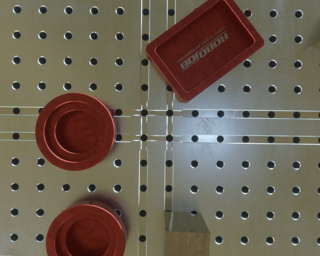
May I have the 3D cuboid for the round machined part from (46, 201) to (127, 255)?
[{"bbox_3d":[-0.092,0.143,0.404,0.099,0.042,0.097,0,90,0],"label":"round machined part"}]

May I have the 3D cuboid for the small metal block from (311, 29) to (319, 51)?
[{"bbox_3d":[0.242,-0.124,0.415,0.050,0.025,0.050,26,90,0],"label":"small metal block"}]

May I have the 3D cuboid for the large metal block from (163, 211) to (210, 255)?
[{"bbox_3d":[0.029,0.156,0.386,0.050,0.080,0.080,4,90,0],"label":"large metal block"}]

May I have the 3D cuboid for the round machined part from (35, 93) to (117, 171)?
[{"bbox_3d":[-0.105,0.005,0.404,0.099,0.042,0.097,0,90,0],"label":"round machined part"}]

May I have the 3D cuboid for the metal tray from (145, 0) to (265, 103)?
[{"bbox_3d":[0.058,-0.105,0.410,0.130,0.030,0.090,-37,90,0],"label":"metal tray"}]
